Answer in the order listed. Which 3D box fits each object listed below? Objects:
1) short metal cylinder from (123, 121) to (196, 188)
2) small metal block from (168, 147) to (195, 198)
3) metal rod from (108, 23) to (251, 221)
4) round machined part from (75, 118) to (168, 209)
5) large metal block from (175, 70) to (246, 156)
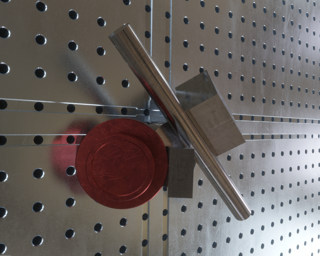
[{"bbox_3d":[0.000,0.031,0.388,0.081,0.050,0.079,0,90,-40],"label":"short metal cylinder"},{"bbox_3d":[0.022,0.046,0.339,0.025,0.050,0.050,3,89,0],"label":"small metal block"},{"bbox_3d":[0.038,0.012,0.372,0.025,0.025,0.300,-51,120,-28],"label":"metal rod"},{"bbox_3d":[-0.040,0.038,0.327,0.099,0.042,0.097,0,93,-2],"label":"round machined part"},{"bbox_3d":[0.065,-0.020,0.415,0.080,0.050,0.080,54,16,-27],"label":"large metal block"}]
